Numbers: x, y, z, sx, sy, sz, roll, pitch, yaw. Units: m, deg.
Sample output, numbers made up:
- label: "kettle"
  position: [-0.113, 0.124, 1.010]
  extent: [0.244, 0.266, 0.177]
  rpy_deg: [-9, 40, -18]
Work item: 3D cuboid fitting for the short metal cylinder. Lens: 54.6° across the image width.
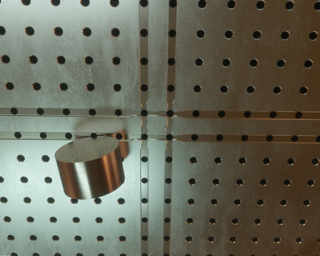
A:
- label: "short metal cylinder"
  position: [-0.089, 0.049, 0.401]
  extent: [0.080, 0.080, 0.050]
  rpy_deg: [-6, 110, 2]
